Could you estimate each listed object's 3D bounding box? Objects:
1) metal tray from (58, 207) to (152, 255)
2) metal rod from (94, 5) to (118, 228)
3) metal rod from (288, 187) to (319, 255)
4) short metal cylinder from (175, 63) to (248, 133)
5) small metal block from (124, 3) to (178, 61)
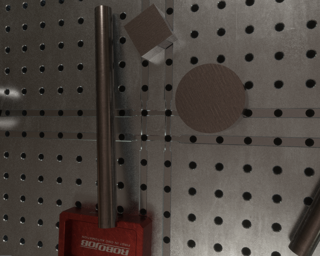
[{"bbox_3d":[-0.079,0.166,0.436,0.130,0.030,0.089,3,91,19],"label":"metal tray"},{"bbox_3d":[-0.074,-0.020,0.421,0.025,0.025,0.298,-5,82,19],"label":"metal rod"},{"bbox_3d":[0.219,0.008,0.335,0.025,0.025,0.298,26,98,17],"label":"metal rod"},{"bbox_3d":[0.064,-0.034,0.376,0.080,0.050,0.079,0,90,19],"label":"short metal cylinder"},{"bbox_3d":[-0.012,-0.128,0.416,0.050,0.025,0.050,-32,80,17],"label":"small metal block"}]
